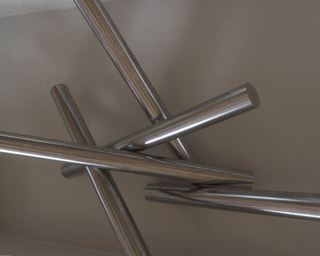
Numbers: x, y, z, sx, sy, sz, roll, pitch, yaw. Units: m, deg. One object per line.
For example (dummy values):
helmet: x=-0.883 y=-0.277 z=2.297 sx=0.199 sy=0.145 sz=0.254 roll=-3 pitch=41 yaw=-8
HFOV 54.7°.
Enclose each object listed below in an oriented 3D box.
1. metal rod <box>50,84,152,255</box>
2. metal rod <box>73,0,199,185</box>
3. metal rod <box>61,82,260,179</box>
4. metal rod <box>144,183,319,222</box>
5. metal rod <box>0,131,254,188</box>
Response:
metal rod: x=-0.071 y=0.058 z=0.372 sx=0.025 sy=0.025 sz=0.299 roll=-41 pitch=62 yaw=15
metal rod: x=-0.026 y=-0.054 z=0.359 sx=0.025 sy=0.025 sz=0.299 roll=-28 pitch=104 yaw=18
metal rod: x=-0.026 y=0.017 z=0.370 sx=0.299 sy=0.025 sz=0.025 roll=-23 pitch=82 yaw=37
metal rod: x=0.099 y=0.076 z=0.317 sx=0.300 sy=0.025 sz=0.025 roll=-6 pitch=88 yaw=41
metal rod: x=-0.042 y=0.039 z=0.359 sx=0.302 sy=0.025 sz=0.025 roll=9 pitch=94 yaw=-3
